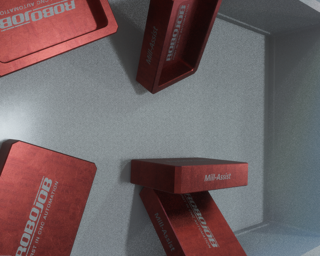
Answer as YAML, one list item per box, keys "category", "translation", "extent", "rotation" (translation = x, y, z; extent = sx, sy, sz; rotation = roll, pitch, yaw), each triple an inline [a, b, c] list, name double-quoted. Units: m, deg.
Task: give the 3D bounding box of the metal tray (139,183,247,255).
- category: "metal tray"
  translation: [0.040, 0.121, 0.387]
  extent: [0.091, 0.030, 0.130]
  rotation: [3, 45, -40]

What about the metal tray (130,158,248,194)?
- category: "metal tray"
  translation: [0.039, 0.057, 0.399]
  extent: [0.131, 0.090, 0.030]
  rotation: [3, 88, -40]

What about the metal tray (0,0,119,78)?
- category: "metal tray"
  translation: [-0.115, -0.113, 0.294]
  extent: [0.131, 0.030, 0.090]
  rotation: [-31, 110, -27]

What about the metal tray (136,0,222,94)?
- category: "metal tray"
  translation: [0.022, -0.110, 0.370]
  extent: [0.091, 0.030, 0.129]
  rotation: [-31, 153, -35]

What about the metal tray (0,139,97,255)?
- category: "metal tray"
  translation: [-0.124, 0.085, 0.301]
  extent: [0.090, 0.030, 0.130]
  rotation: [25, 74, -38]
